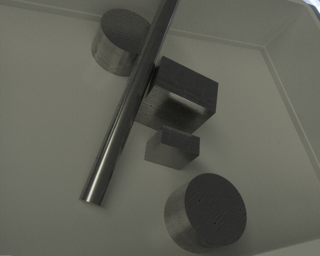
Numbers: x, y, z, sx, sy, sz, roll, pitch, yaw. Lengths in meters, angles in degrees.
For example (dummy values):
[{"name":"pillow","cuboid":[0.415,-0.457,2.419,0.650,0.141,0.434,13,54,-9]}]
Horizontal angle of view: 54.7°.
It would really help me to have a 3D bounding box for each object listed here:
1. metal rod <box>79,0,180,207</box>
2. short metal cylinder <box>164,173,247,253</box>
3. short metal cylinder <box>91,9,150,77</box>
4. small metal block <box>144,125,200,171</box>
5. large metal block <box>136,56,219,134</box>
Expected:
[{"name":"metal rod","cuboid":[-0.028,-0.053,0.378,0.025,0.025,0.300,25,67,-14]},{"name":"short metal cylinder","cuboid":[0.052,0.099,0.359,0.081,0.050,0.080,14,56,-21]},{"name":"short metal cylinder","cuboid":[-0.051,-0.120,0.437,0.081,0.050,0.080,14,56,-21]},{"name":"small metal block","cuboid":[0.014,0.026,0.383,0.050,0.050,0.025,19,55,-18]},{"name":"large metal block","cuboid":[0.018,-0.034,0.403,0.080,0.080,0.050,23,53,-15]}]
